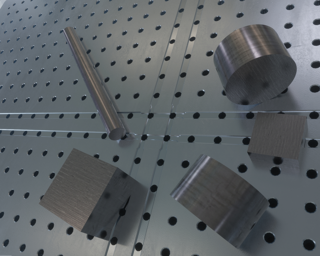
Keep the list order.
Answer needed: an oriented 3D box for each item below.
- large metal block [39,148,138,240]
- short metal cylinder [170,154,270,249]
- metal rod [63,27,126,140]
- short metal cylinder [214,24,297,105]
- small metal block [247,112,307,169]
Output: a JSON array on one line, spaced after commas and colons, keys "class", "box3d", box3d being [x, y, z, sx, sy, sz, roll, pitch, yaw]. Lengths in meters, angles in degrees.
[{"class": "large metal block", "box3d": [-0.089, 0.081, 0.389, 0.080, 0.050, 0.080, 17, 71, 34]}, {"class": "short metal cylinder", "box3d": [0.056, 0.070, 0.301, 0.080, 0.080, 0.050, 33, 80, 38]}, {"class": "metal rod", "box3d": [-0.120, -0.092, 0.527, 0.025, 0.025, 0.300, -35, 51, 5]}, {"class": "short metal cylinder", "box3d": [0.108, -0.071, 0.360, 0.080, 0.080, 0.050, -22, 54, 15]}, {"class": "small metal block", "box3d": [0.127, 0.012, 0.334, 0.050, 0.025, 0.050, 8, 65, 31]}]
